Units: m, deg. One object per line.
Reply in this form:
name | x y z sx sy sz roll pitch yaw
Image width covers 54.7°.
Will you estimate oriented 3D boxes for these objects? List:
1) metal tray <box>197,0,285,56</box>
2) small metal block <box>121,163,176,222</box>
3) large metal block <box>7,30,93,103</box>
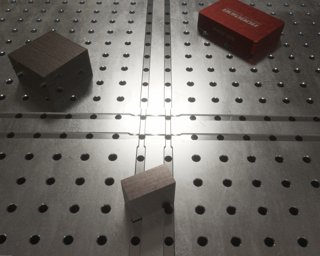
metal tray | 0.145 -0.189 0.565 0.091 0.030 0.130 -36 59 -27
small metal block | -0.012 0.070 0.333 0.050 0.050 0.025 -19 53 -16
large metal block | -0.163 -0.095 0.469 0.080 0.050 0.080 31 56 23
